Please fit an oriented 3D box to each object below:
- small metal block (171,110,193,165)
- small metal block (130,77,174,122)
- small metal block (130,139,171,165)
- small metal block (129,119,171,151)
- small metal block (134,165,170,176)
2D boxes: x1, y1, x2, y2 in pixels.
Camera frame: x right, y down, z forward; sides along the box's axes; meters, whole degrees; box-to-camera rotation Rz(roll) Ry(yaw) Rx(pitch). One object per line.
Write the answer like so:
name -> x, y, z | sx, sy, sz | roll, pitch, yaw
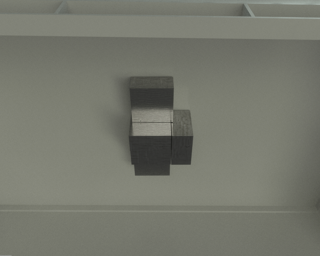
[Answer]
small metal block -> 0.027, 0.012, 0.401 | 0.025, 0.050, 0.050 | 0, 130, 0
small metal block -> -0.009, -0.034, 0.377 | 0.050, 0.025, 0.050 | 0, 130, 0
small metal block -> -0.011, 0.021, 0.408 | 0.050, 0.050, 0.025 | 0, 130, 0
small metal block -> -0.012, 0.003, 0.392 | 0.050, 0.050, 0.025 | 0, 130, 0
small metal block -> -0.011, 0.042, 0.442 | 0.050, 0.025, 0.050 | 0, 130, 0
